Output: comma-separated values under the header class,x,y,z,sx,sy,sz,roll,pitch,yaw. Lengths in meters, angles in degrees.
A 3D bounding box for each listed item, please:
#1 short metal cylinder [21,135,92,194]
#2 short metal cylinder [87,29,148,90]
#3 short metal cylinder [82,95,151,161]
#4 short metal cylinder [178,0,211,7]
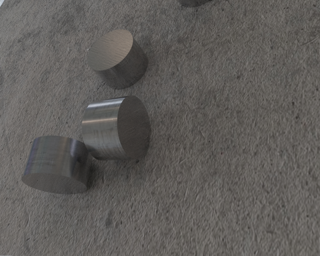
class,x,y,z,sx,sy,sz,roll,pitch,yaw
short metal cylinder,-0.133,0.051,0.407,0.080,0.080,0.050,-10,58,23
short metal cylinder,-0.066,-0.108,0.489,0.080,0.050,0.080,-13,56,21
short metal cylinder,-0.053,0.001,0.396,0.050,0.080,0.080,-5,59,26
short metal cylinder,0.057,-0.247,0.510,0.080,0.050,0.080,-13,56,21
